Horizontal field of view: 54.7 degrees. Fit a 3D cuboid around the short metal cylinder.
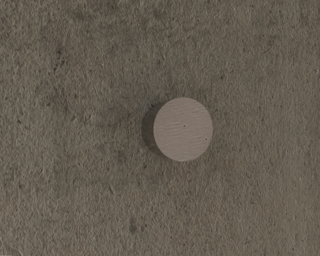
[{"bbox_3d":[0.021,0.002,0.406,0.081,0.050,0.079,0,90,-21],"label":"short metal cylinder"}]
